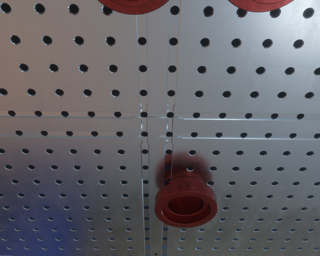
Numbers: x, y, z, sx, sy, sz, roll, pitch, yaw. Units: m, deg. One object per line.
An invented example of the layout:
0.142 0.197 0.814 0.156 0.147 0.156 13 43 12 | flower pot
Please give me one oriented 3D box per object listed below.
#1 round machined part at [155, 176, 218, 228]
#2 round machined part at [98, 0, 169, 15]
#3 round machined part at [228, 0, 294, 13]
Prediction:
0.041 0.115 0.499 0.099 0.042 0.097 0 130 0 | round machined part
-0.025 -0.148 0.274 0.099 0.042 0.097 0 130 0 | round machined part
0.097 -0.150 0.273 0.099 0.042 0.097 0 130 0 | round machined part
